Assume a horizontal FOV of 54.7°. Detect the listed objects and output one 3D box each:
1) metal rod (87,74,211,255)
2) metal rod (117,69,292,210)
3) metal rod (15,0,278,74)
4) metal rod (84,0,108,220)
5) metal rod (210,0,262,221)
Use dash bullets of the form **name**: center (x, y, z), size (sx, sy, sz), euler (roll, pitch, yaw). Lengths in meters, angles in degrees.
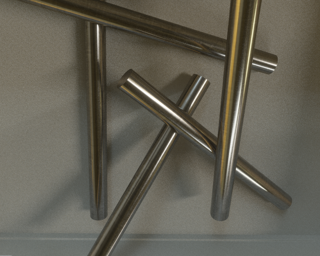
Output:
- **metal rod**: center (-0.023, 0.067, 0.385), size (0.025, 0.025, 0.299), euler (31, 88, -11)
- **metal rod**: center (0.072, 0.028, 0.389), size (0.301, 0.025, 0.025), euler (36, 107, -25)
- **metal rod**: center (-0.005, -0.112, 0.351), size (0.302, 0.025, 0.025), euler (13, 110, -13)
- **metal rod**: center (-0.083, -0.011, 0.406), size (0.025, 0.025, 0.298), euler (3, 110, -1)
- **metal rod**: center (0.076, -0.002, 0.334), size (0.025, 0.025, 0.298), euler (-2, 127, 1)
